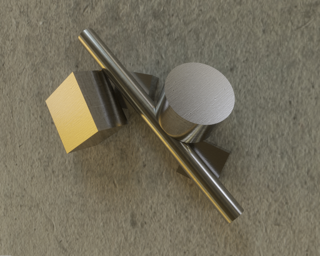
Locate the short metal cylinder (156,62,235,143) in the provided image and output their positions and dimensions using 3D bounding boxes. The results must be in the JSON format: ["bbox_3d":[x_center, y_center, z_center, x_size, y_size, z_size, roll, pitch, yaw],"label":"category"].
[{"bbox_3d":[0.039,-0.029,0.361,0.081,0.050,0.080,5,64,-11],"label":"short metal cylinder"}]

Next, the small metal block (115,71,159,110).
[{"bbox_3d":[-0.034,-0.049,0.421,0.050,0.025,0.050,13,94,19],"label":"small metal block"}]

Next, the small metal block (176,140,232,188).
[{"bbox_3d":[0.056,0.043,0.390,0.050,0.025,0.050,26,98,17],"label":"small metal block"}]

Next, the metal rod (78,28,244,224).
[{"bbox_3d":[-0.007,-0.012,0.385,0.025,0.025,0.300,-43,77,15],"label":"metal rod"}]

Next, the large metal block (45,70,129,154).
[{"bbox_3d":[-0.099,-0.021,0.413,0.080,0.050,0.080,-31,80,41],"label":"large metal block"}]
